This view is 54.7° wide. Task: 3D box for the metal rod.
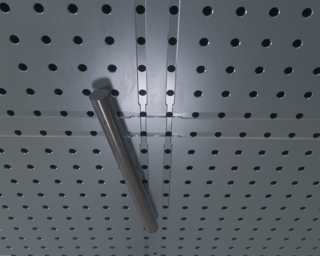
[{"bbox_3d":[-0.044,0.070,0.471,0.025,0.025,0.298,-9,130,7],"label":"metal rod"}]
